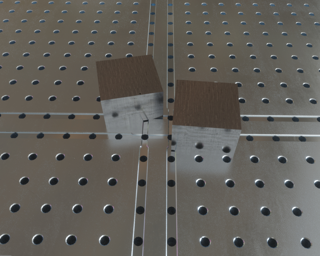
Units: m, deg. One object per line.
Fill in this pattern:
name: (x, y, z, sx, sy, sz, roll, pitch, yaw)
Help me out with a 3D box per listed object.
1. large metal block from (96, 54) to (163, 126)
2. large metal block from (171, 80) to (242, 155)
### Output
large metal block: (-0.043, -0.054, 0.437, 0.080, 0.050, 0.080, -9, 51, -8)
large metal block: (0.058, -0.015, 0.405, 0.080, 0.050, 0.080, 4, 50, 3)
